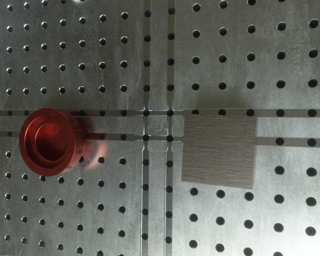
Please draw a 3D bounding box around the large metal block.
[{"bbox_3d":[0.073,0.025,0.373,0.080,0.050,0.079,3,91,20],"label":"large metal block"}]

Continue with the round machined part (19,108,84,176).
[{"bbox_3d":[-0.154,0.020,0.458,0.098,0.042,0.097,0,90,20],"label":"round machined part"}]
